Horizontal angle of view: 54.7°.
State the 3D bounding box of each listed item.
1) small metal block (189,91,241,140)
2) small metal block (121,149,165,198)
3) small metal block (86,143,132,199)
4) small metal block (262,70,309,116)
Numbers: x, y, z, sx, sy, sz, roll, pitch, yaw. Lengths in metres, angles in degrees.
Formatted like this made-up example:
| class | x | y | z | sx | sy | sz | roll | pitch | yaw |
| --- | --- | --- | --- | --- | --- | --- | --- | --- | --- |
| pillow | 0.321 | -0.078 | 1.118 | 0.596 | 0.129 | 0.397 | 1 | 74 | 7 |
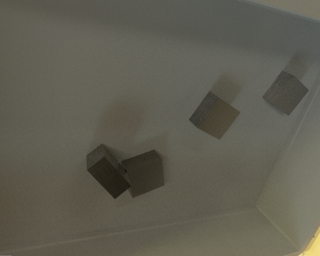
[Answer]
| class | x | y | z | sx | sy | sz | roll | pitch | yaw |
| --- | --- | --- | --- | --- | --- | --- | --- | --- | --- |
| small metal block | 0.078 | -0.017 | 0.443 | 0.050 | 0.025 | 0.050 | 26 | 104 | -38 |
| small metal block | -0.023 | 0.065 | 0.438 | 0.050 | 0.025 | 0.050 | -19 | 126 | -18 |
| small metal block | -0.064 | 0.052 | 0.382 | 0.025 | 0.050 | 0.050 | -39 | 110 | -2 |
| small metal block | 0.197 | -0.054 | 0.486 | 0.050 | 0.025 | 0.050 | 26 | 104 | -38 |
